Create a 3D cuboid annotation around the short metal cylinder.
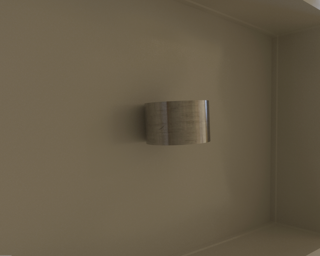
[{"bbox_3d":[0.022,-0.007,0.388,0.081,0.080,0.050,-5,93,-40],"label":"short metal cylinder"}]
